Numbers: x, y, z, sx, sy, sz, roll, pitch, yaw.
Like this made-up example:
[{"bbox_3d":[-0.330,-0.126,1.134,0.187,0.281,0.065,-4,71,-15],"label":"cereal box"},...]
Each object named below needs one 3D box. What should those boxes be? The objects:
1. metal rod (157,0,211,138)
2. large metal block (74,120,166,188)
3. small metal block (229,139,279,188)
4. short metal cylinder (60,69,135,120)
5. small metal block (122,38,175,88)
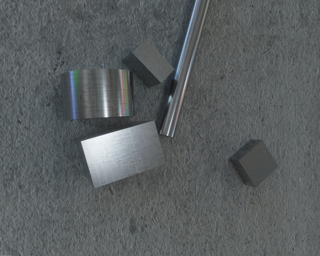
[{"bbox_3d":[0.046,-0.133,0.426,0.025,0.025,0.299,17,84,-20],"label":"metal rod"},{"bbox_3d":[-0.050,0.026,0.362,0.081,0.080,0.050,-17,96,-20],"label":"large metal block"},{"bbox_3d":[0.140,0.052,0.463,0.050,0.025,0.050,-38,103,-16],"label":"small metal block"},{"bbox_3d":[-0.070,-0.036,0.354,0.081,0.080,0.050,-4,92,-20],"label":"short metal cylinder"},{"bbox_3d":[-0.016,-0.080,0.391,0.050,0.050,0.025,45,76,-15],"label":"small metal block"}]
